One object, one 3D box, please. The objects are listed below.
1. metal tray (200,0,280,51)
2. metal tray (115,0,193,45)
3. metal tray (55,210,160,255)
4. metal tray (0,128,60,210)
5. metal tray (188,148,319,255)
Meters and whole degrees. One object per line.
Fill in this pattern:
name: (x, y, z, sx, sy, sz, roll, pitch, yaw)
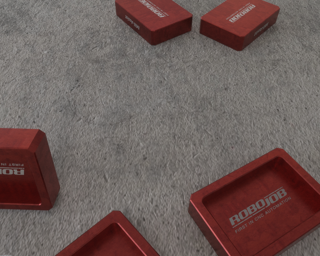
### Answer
metal tray: (0.146, -0.198, 0.567, 0.090, 0.030, 0.131, 35, 58, 25)
metal tray: (-0.013, -0.211, 0.577, 0.091, 0.030, 0.130, -28, 56, -22)
metal tray: (-0.061, 0.148, 0.274, 0.131, 0.030, 0.090, -35, 58, -26)
metal tray: (-0.179, 0.043, 0.320, 0.131, 0.089, 0.030, 2, 37, 1)
metal tray: (0.107, 0.085, 0.329, 0.131, 0.030, 0.090, -24, 54, -19)
